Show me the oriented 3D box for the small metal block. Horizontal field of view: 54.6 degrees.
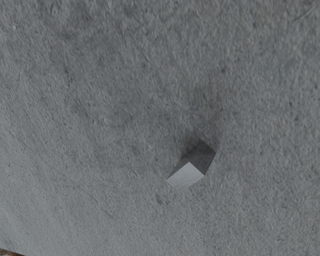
[{"bbox_3d":[0.041,0.050,0.401,0.025,0.050,0.050,43,129,-1],"label":"small metal block"}]
